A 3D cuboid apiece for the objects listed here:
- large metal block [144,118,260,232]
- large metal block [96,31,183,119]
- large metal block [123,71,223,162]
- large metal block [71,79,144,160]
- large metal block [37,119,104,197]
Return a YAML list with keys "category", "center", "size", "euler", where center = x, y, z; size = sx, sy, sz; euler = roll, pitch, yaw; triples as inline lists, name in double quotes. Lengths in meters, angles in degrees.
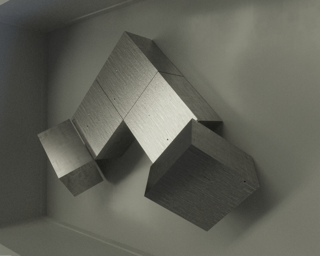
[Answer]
- category: "large metal block"
  center: [0.042, 0.050, 0.326]
  size: [0.080, 0.050, 0.080]
  euler: [32, 118, -12]
- category: "large metal block"
  center: [-0.030, -0.067, 0.413]
  size: [0.080, 0.050, 0.080]
  euler: [-51, 60, 28]
- category: "large metal block"
  center: [0.013, -0.009, 0.377]
  size: [0.080, 0.050, 0.080]
  euler: [-51, 60, 28]
- category: "large metal block"
  center: [-0.075, -0.012, 0.450]
  size: [0.080, 0.050, 0.080]
  euler: [-51, 60, 28]
- category: "large metal block"
  center: [-0.134, 0.047, 0.471]
  size: [0.080, 0.050, 0.080]
  euler: [54, 164, 26]
